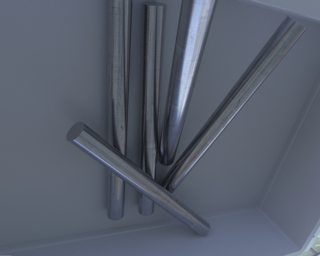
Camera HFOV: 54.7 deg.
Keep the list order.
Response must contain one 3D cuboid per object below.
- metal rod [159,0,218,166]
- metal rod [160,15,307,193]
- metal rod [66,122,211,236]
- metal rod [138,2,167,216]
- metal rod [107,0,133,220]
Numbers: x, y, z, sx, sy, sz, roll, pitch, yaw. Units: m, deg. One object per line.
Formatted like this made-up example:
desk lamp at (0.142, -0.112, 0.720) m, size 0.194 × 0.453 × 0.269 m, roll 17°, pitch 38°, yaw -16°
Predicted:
metal rod at (0.020, -0.034, 0.317) m, size 0.025 × 0.025 × 0.299 m, roll -21°, pitch 153°, yaw -16°
metal rod at (0.074, -0.005, 0.402) m, size 0.025 × 0.025 × 0.298 m, roll 11°, pitch 127°, yaw -34°
metal rod at (-0.008, 0.086, 0.424) m, size 0.025 × 0.025 × 0.300 m, roll -43°, pitch 129°, yaw 1°
metal rod at (-0.013, -0.002, 0.401) m, size 0.025 × 0.025 × 0.298 m, roll -11°, pitch 123°, yaw -23°
metal rod at (-0.052, -0.004, 0.379) m, size 0.025 × 0.025 × 0.298 m, roll -9°, pitch 123°, yaw -24°
